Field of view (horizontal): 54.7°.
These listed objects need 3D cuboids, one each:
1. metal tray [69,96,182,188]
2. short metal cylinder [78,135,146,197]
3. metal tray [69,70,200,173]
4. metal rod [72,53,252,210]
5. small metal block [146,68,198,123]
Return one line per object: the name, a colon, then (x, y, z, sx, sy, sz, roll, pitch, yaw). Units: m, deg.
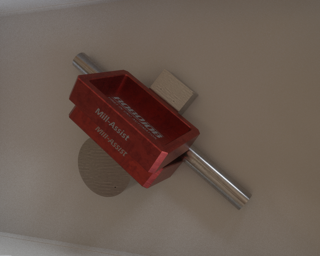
metal tray: (-0.039, 0.014, 0.387, 0.130, 0.090, 0.030, 41, 103, 15)
short metal cylinder: (-0.060, 0.045, 0.410, 0.080, 0.050, 0.079, 4, 98, 24)
metal tray: (-0.027, -0.015, 0.356, 0.130, 0.091, 0.030, 41, 120, 15)
metal rod: (-0.007, -0.005, 0.412, 0.300, 0.025, 0.025, 41, 103, 15)
small metal block: (0.013, -0.041, 0.404, 0.050, 0.025, 0.050, 42, 103, 14)
